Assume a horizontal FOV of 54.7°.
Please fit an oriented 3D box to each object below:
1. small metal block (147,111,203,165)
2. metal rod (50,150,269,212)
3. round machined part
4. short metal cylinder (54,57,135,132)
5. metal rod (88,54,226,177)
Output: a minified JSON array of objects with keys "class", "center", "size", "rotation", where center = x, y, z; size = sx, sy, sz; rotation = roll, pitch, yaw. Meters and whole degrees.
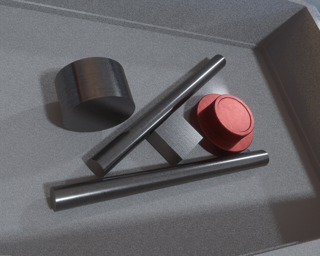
[{"class":"small metal block","center":[0.020,0.014,0.407],"size":[0.050,0.025,0.050],"rotation":[46,51,3]},{"class":"metal rod","center":[0.024,0.057,0.383],"size":[0.303,0.025,0.025],"rotation":[-6,65,-31]},{"class":"round machined part","center":[0.097,-0.010,0.451],"size":[0.099,0.042,0.098],"rotation":[14,56,-21]},{"class":"short metal cylinder","center":[-0.074,-0.035,0.352],"size":[0.081,0.080,0.050],"rotation":[-5,65,-31]},{"class":"metal rod","center":[0.016,-0.035,0.435],"size":[0.025,0.025,0.302],"rotation":[45,51,3]}]
